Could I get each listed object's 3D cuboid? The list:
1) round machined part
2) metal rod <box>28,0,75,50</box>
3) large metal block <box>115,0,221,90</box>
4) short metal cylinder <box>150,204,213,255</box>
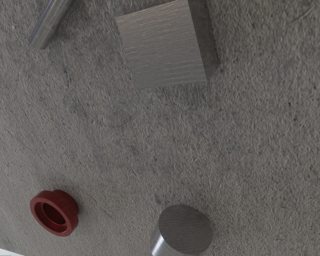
[{"bbox_3d":[-0.197,0.158,0.598,0.098,0.042,0.097,13,124,21],"label":"round machined part"},{"bbox_3d":[-0.074,-0.189,0.329,0.025,0.025,0.299,48,129,-5],"label":"metal rod"},{"bbox_3d":[0.011,-0.091,0.329,0.080,0.050,0.080,-4,117,30],"label":"large metal block"},{"bbox_3d":[0.030,0.160,0.455,0.080,0.080,0.050,28,128,10],"label":"short metal cylinder"}]
